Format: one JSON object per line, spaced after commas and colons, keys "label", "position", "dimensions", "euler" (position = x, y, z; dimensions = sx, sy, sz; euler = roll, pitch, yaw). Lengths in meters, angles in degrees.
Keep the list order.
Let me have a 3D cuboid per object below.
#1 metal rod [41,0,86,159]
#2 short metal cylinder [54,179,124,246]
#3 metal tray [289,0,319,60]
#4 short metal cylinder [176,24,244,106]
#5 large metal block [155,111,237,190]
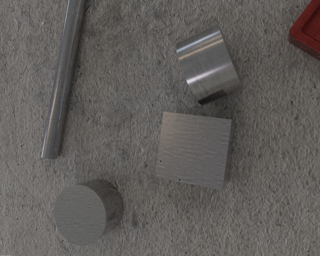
{"label": "metal rod", "position": [-0.138, -0.102, 0.457], "dimensions": [0.025, 0.025, 0.298], "euler": [13, 94, 19]}
{"label": "short metal cylinder", "position": [-0.098, 0.114, 0.430], "dimensions": [0.080, 0.050, 0.080], "euler": [0, 90, 20]}
{"label": "metal tray", "position": [0.219, -0.101, 0.328], "dimensions": [0.130, 0.030, 0.090], "euler": [38, 102, 15]}
{"label": "short metal cylinder", "position": [0.059, -0.072, 0.359], "dimensions": [0.050, 0.080, 0.080], "euler": [-21, 83, 19]}
{"label": "large metal block", "position": [0.045, 0.025, 0.380], "dimensions": [0.080, 0.050, 0.079], "euler": [8, 93, 19]}
